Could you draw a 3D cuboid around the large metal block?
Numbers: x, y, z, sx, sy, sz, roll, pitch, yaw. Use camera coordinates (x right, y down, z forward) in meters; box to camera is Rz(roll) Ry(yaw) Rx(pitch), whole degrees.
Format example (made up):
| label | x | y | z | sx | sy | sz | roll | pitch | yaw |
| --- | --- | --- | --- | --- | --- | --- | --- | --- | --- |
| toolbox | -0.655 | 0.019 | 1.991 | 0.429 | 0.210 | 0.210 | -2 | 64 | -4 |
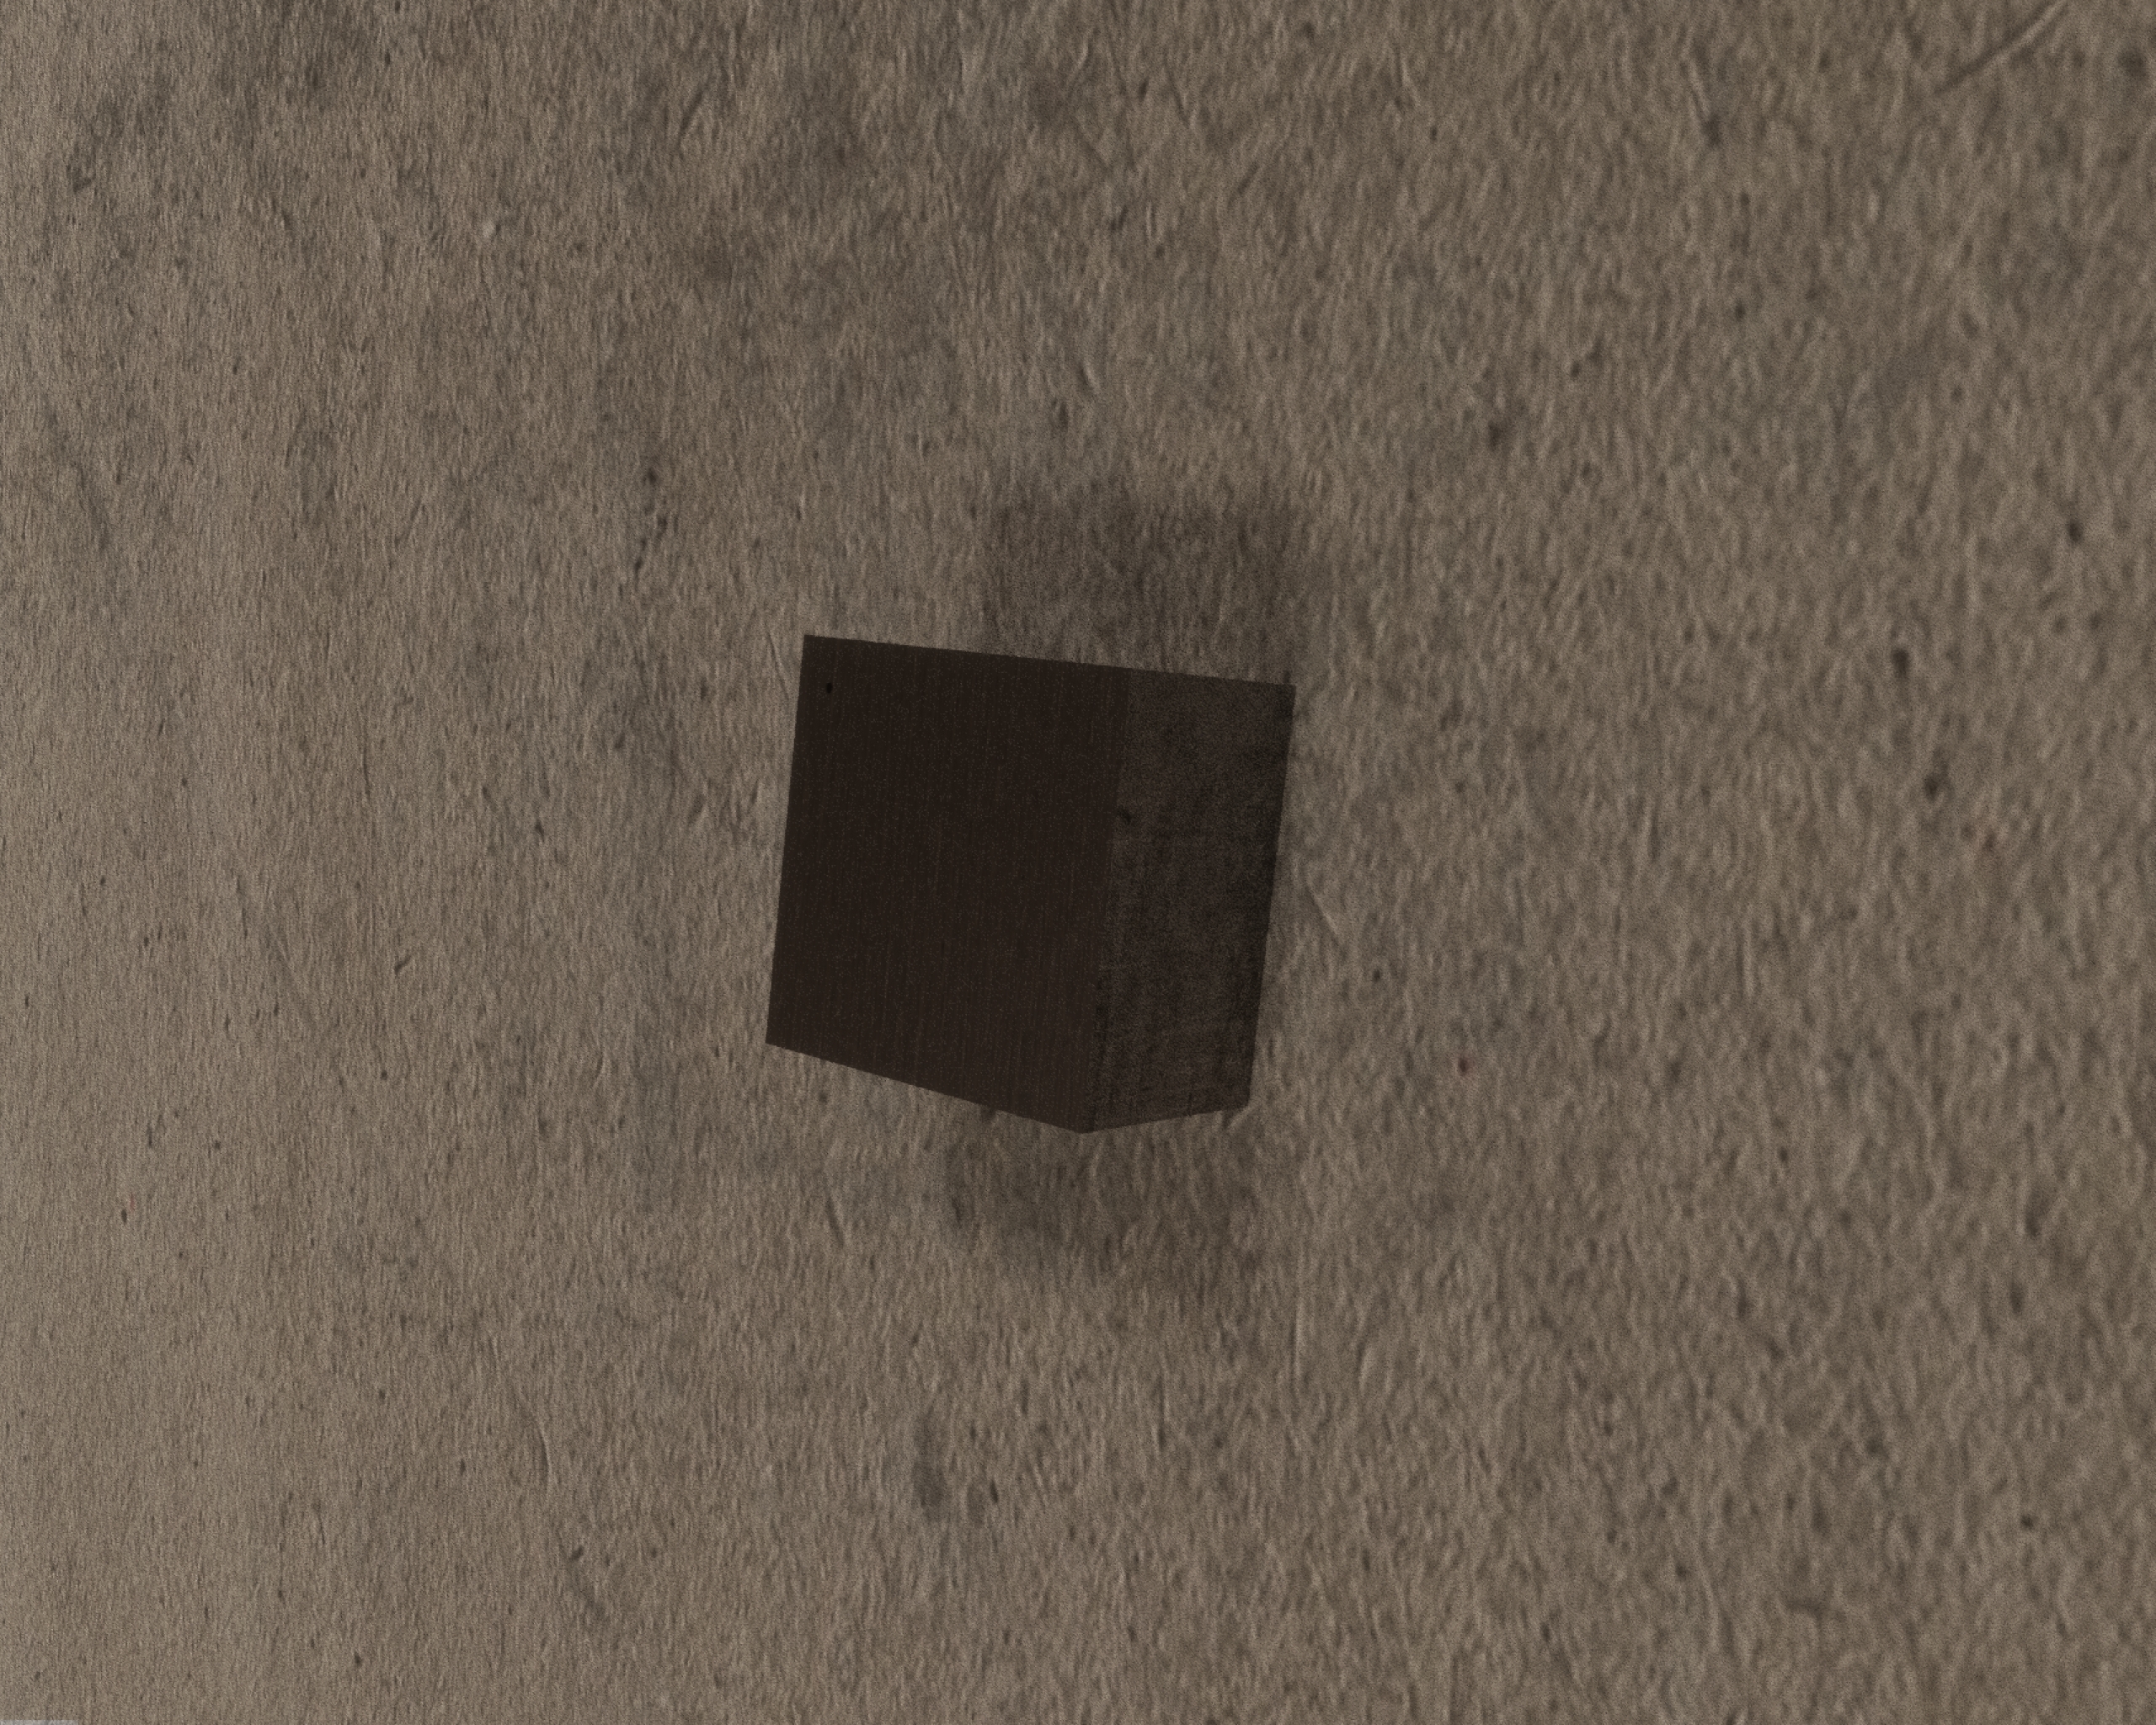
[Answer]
| label | x | y | z | sx | sy | sz | roll | pitch | yaw |
| --- | --- | --- | --- | --- | --- | --- | --- | --- | --- |
| large metal block | -0.010 | 0.001 | 0.396 | 0.080 | 0.050 | 0.079 | 10 | 97 | 39 |
